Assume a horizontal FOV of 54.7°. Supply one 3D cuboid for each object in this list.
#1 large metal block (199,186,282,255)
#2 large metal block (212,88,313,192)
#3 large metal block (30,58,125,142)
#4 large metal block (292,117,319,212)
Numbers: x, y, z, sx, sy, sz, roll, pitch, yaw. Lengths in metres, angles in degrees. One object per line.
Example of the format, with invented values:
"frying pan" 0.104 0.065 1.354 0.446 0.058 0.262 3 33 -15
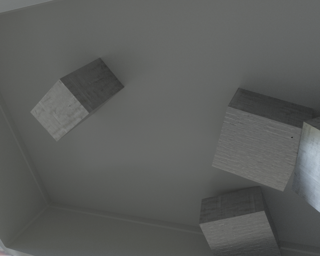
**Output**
"large metal block" 0.105 0.131 0.405 0.080 0.050 0.080 -18 110 19
"large metal block" 0.110 0.011 0.341 0.080 0.050 0.079 19 126 16
"large metal block" -0.106 -0.038 0.404 0.080 0.080 0.050 -33 100 38
"large metal block" 0.179 0.029 0.289 0.050 0.081 0.079 -132 32 -54
